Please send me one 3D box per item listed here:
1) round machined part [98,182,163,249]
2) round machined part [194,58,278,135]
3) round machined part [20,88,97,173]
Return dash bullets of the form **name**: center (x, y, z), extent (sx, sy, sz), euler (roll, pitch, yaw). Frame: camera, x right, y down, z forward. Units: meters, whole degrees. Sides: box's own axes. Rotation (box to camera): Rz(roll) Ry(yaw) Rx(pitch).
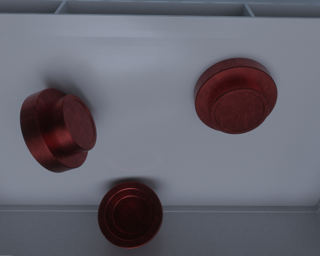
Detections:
- **round machined part**: center (-0.044, 0.136, 0.486), extent (0.099, 0.098, 0.042), euler (-3, 159, 2)
- **round machined part**: center (0.091, -0.031, 0.373), extent (0.099, 0.042, 0.097), euler (0, 130, 0)
- **round machined part**: center (-0.109, -0.001, 0.360), extent (0.042, 0.098, 0.098), euler (-18, 128, 15)
